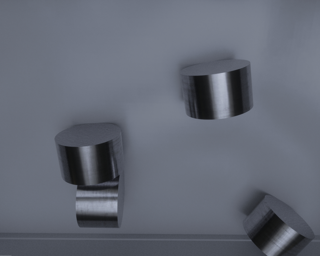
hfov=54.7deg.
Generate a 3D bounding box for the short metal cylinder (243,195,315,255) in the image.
[{"bbox_3d":[0.165,0.141,0.435,0.080,0.080,0.050,31,107,-11],"label":"short metal cylinder"}]

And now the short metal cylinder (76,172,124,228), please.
[{"bbox_3d":[-0.077,0.092,0.415,0.050,0.080,0.079,1,110,-1],"label":"short metal cylinder"}]

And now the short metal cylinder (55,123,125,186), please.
[{"bbox_3d":[-0.087,0.030,0.392,0.080,0.080,0.050,-3,110,1],"label":"short metal cylinder"}]

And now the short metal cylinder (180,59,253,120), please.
[{"bbox_3d":[0.067,-0.047,0.365,0.080,0.080,0.050,-9,110,3],"label":"short metal cylinder"}]
